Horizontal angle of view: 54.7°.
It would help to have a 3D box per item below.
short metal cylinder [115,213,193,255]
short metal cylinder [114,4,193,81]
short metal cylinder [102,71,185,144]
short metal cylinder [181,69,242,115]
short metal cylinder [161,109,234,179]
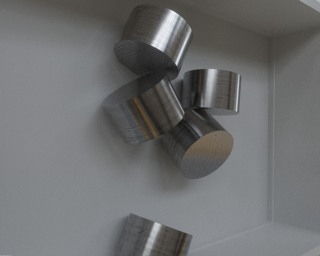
[{"bbox_3d":[-0.007,0.139,0.367,0.080,0.080,0.050,32,70,-36],"label":"short metal cylinder"},{"bbox_3d":[-0.007,-0.098,0.366,0.080,0.080,0.050,34,69,-35],"label":"short metal cylinder"},{"bbox_3d":[-0.019,-0.025,0.357,0.080,0.080,0.050,-41,116,-32],"label":"short metal cylinder"},{"bbox_3d":[0.071,-0.047,0.433,0.081,0.080,0.050,8,85,-40],"label":"short metal cylinder"},{"bbox_3d":[0.049,0.021,0.410,0.081,0.050,0.079,-19,134,-20],"label":"short metal cylinder"}]
